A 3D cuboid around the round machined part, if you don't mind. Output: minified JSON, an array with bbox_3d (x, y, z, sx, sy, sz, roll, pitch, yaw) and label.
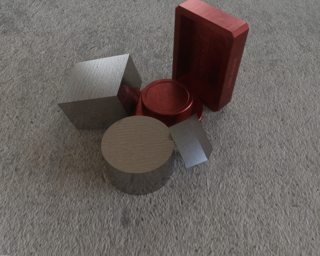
[{"bbox_3d":[0.009,-0.029,0.420,0.099,0.042,0.098,0,50,0],"label":"round machined part"}]

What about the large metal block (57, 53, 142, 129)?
[{"bbox_3d":[-0.076,-0.048,0.412,0.080,0.050,0.080,-6,48,17],"label":"large metal block"}]

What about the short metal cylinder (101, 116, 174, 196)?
[{"bbox_3d":[-0.025,0.032,0.362,0.081,0.050,0.080,0,50,0],"label":"short metal cylinder"}]

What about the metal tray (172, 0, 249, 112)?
[{"bbox_3d":[0.060,-0.094,0.414,0.030,0.129,0.090,-37,60,-27],"label":"metal tray"}]

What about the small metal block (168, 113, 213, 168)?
[{"bbox_3d":[0.038,0.013,0.364,0.025,0.050,0.050,-25,92,19],"label":"small metal block"}]
